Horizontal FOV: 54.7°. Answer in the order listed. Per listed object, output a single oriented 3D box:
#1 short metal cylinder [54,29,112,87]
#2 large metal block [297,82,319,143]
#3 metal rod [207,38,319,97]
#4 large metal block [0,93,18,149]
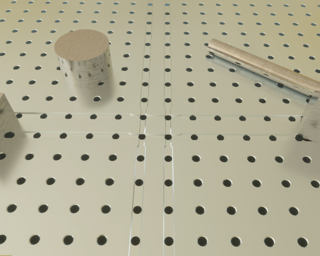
[{"bbox_3d":[-0.117,-0.109,0.482,0.081,0.050,0.080,0,50,0],"label":"short metal cylinder"},{"bbox_3d":[0.232,-0.018,0.390,0.080,0.080,0.050,21,53,16],"label":"large metal block"},{"bbox_3d":[0.207,-0.070,0.469,0.300,0.025,0.025,30,56,22],"label":"metal rod"},{"bbox_3d":[-0.244,-0.002,0.390,0.080,0.050,0.080,6,50,5],"label":"large metal block"}]
